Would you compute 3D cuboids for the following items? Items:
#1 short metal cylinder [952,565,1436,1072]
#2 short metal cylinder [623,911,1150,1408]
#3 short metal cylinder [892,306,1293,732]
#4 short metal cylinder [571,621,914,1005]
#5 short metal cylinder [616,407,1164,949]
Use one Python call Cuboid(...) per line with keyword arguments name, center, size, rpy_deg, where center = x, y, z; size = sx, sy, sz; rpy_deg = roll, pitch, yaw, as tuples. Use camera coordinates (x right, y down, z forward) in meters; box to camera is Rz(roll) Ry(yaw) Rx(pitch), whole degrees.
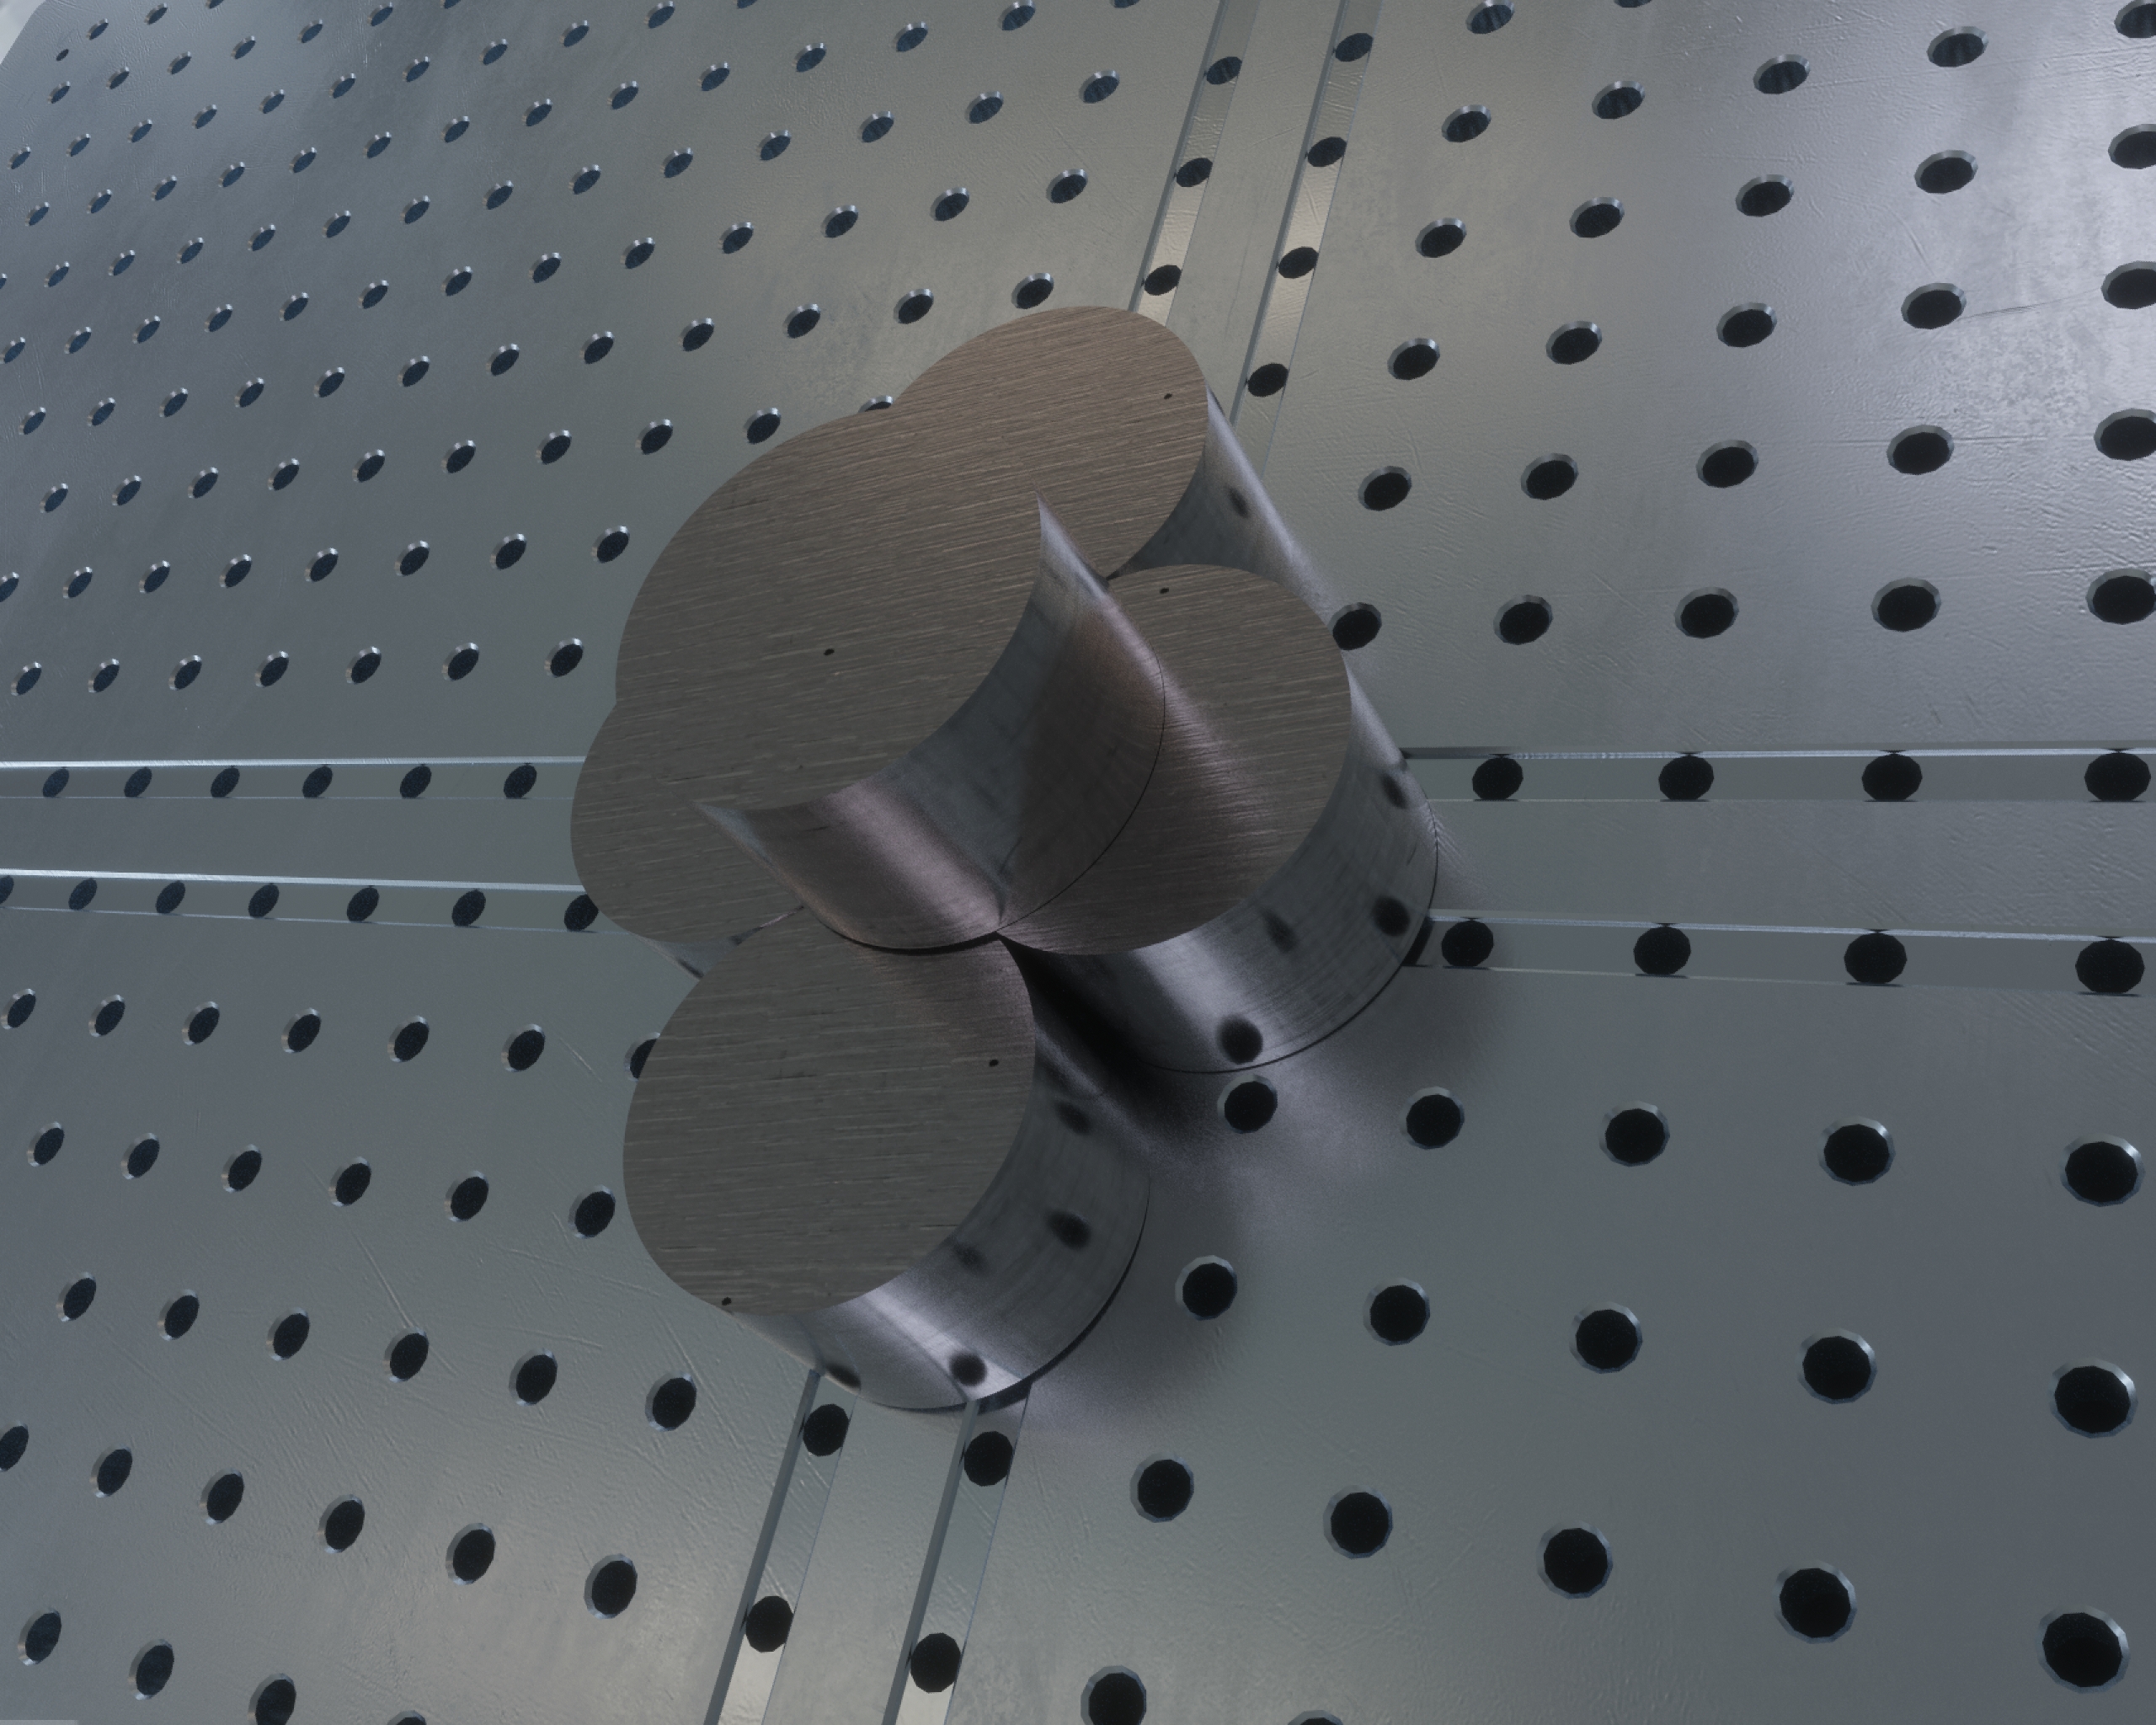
Cuboid(name="short metal cylinder", center=(0.020, -0.008, 0.386), size=(0.080, 0.050, 0.080), rpy_deg=(-13, 56, 21))
Cuboid(name="short metal cylinder", center=(-0.034, 0.052, 0.377), size=(0.080, 0.050, 0.080), rpy_deg=(-13, 54, 20))
Cuboid(name="short metal cylinder", center=(-0.002, -0.068, 0.434), size=(0.080, 0.050, 0.080), rpy_deg=(-12, 57, 20))
Cuboid(name="short metal cylinder", center=(-0.055, -0.008, 0.426), size=(0.080, 0.050, 0.080), rpy_deg=(-13, 56, 21))
Cuboid(name="short metal cylinder", center=(-0.032, -0.032, 0.363), size=(0.080, 0.050, 0.080), rpy_deg=(-13, 56, 21))
